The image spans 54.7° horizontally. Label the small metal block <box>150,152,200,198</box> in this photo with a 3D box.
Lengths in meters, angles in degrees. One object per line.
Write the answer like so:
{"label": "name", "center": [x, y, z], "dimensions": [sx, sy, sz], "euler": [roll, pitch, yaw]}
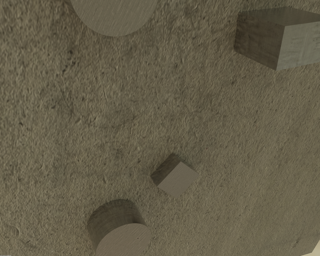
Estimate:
{"label": "small metal block", "center": [0.023, 0.071, 0.464], "dimensions": [0.050, 0.025, 0.050], "euler": [-47, 129, 5]}

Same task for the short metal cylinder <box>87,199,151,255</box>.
{"label": "short metal cylinder", "center": [-0.060, 0.152, 0.452], "dimensions": [0.081, 0.050, 0.079], "euler": [-14, 124, -21]}

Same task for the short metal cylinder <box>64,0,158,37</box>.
{"label": "short metal cylinder", "center": [-0.048, -0.130, 0.284], "dimensions": [0.081, 0.050, 0.079], "euler": [-14, 124, -21]}

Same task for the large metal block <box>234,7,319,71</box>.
{"label": "large metal block", "center": [0.151, -0.114, 0.384], "dimensions": [0.081, 0.080, 0.050], "euler": [-14, 124, -21]}
